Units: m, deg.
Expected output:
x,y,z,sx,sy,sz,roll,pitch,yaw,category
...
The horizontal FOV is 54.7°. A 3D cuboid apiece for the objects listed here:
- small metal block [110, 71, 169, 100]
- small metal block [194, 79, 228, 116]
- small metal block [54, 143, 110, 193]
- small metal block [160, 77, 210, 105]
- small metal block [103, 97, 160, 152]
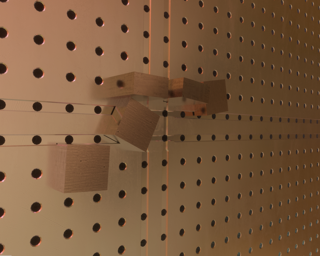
x,y,z,sx,sy,sz,roll,pitch,yaw,category
-0.025,-0.049,0.373,0.050,0.050,0.025,3,88,-40,small metal block
0.077,-0.047,0.476,0.050,0.025,0.050,-13,98,-40,small metal block
-0.085,0.043,0.340,0.050,0.025,0.050,5,87,-40,small metal block
0.031,-0.048,0.421,0.050,0.050,0.025,9,85,-40,small metal block
-0.034,-0.004,0.383,0.050,0.025,0.050,33,70,-36,small metal block
